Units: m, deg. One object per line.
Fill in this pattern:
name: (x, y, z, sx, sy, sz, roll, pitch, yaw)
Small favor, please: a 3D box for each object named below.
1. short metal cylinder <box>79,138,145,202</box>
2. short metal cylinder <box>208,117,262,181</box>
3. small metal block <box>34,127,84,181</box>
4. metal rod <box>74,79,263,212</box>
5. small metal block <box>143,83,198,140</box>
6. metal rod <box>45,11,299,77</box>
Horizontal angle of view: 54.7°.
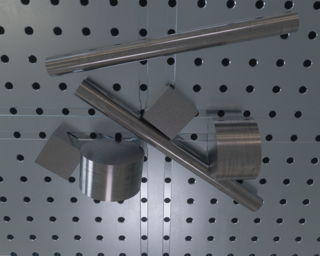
short metal cylinder: (-0.063, 0.052, 0.403, 0.081, 0.080, 0.050, 6, 110, -3)
short metal cylinder: (0.092, 0.026, 0.394, 0.050, 0.080, 0.079, -2, 110, 1)
small metal block: (-0.134, 0.036, 0.425, 0.050, 0.025, 0.050, 33, 107, -12)
metal rod: (0.020, 0.030, 0.424, 0.301, 0.025, 0.025, 34, 107, -12)
small metal block: (0.013, -0.021, 0.406, 0.050, 0.025, 0.050, 39, 105, -13)
metal rod: (0.012, -0.101, 0.376, 0.302, 0.025, 0.025, -10, 110, 3)
